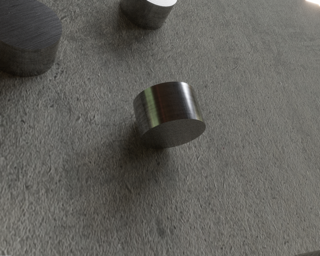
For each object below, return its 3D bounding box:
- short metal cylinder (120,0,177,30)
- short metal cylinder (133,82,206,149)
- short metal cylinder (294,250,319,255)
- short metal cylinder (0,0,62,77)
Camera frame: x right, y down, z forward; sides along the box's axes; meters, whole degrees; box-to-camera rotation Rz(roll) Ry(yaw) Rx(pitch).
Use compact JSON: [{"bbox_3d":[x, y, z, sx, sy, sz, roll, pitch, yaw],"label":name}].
[{"bbox_3d":[-0.019,-0.209,0.505,0.081,0.050,0.080,14,56,-21],"label":"short metal cylinder"},{"bbox_3d":[0.011,-0.014,0.382,0.081,0.080,0.050,1,62,-28],"label":"short metal cylinder"},{"bbox_3d":[0.202,0.193,0.379,0.081,0.050,0.080,14,56,-21],"label":"short metal cylinder"},{"bbox_3d":[-0.162,-0.108,0.366,0.081,0.050,0.080,14,56,-21],"label":"short metal cylinder"}]
